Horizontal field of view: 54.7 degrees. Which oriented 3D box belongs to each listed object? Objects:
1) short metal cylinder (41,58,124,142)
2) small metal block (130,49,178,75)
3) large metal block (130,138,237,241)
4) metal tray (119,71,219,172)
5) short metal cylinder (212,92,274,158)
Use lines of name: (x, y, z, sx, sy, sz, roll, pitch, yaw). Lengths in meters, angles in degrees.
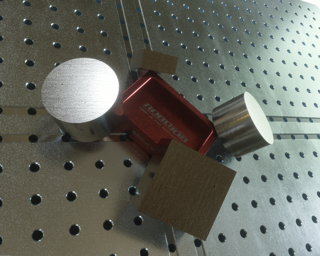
short metal cylinder: (-0.083, -0.031, 0.347, 0.081, 0.050, 0.080, 0, 65, 0)
small metal block: (-0.010, -0.093, 0.440, 0.050, 0.050, 0.025, 8, 96, -24)
large metal block: (0.024, 0.065, 0.343, 0.080, 0.050, 0.080, 28, 83, -11)
metal tray: (0.007, -0.007, 0.412, 0.130, 0.030, 0.090, 41, 51, 0)
short metal cylinder: (0.117, -0.004, 0.438, 0.080, 0.050, 0.080, 38, 37, -35)
